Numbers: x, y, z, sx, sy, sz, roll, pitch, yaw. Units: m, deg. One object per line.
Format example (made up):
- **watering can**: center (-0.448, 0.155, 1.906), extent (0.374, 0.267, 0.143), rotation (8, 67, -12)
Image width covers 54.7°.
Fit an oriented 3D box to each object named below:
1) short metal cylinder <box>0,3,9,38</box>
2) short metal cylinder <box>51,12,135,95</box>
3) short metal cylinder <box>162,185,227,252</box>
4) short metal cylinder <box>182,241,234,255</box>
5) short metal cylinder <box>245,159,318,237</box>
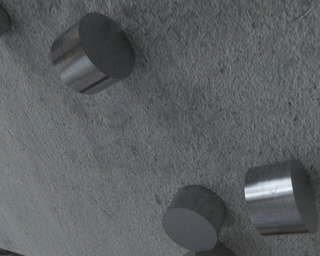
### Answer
- **short metal cylinder**: center (-0.256, -0.145, 0.417), extent (0.050, 0.080, 0.080), rotation (-25, 105, 37)
- **short metal cylinder**: center (-0.076, -0.084, 0.359), extent (0.050, 0.080, 0.080), rotation (-21, 107, 36)
- **short metal cylinder**: center (0.050, 0.129, 0.444), extent (0.080, 0.050, 0.079), rotation (13, 124, 21)
- **short metal cylinder**: center (0.073, 0.217, 0.467), extent (0.080, 0.080, 0.050), rotation (39, 129, 1)
- **short metal cylinder**: center (0.137, 0.079, 0.348), extent (0.050, 0.080, 0.080), rotation (-19, 109, 35)
